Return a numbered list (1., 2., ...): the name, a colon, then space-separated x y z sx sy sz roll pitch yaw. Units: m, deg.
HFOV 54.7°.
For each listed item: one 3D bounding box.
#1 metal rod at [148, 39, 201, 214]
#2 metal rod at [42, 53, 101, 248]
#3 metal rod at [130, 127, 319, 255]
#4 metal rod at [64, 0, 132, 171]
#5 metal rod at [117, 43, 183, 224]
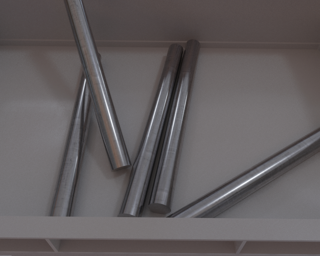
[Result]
1. metal rod: 0.028 -0.026 0.427 0.025 0.025 0.300 9 50 7
2. metal rod: -0.105 0.000 0.403 0.025 0.025 0.300 0 50 -1
3. metal rod: 0.105 0.060 0.356 0.302 0.025 0.025 -25 55 -20
4. metal rod: -0.091 -0.090 0.403 0.025 0.025 0.299 -15 76 -13
5. metal rod: -0.003 -0.017 0.419 0.025 0.025 0.300 9 50 7
